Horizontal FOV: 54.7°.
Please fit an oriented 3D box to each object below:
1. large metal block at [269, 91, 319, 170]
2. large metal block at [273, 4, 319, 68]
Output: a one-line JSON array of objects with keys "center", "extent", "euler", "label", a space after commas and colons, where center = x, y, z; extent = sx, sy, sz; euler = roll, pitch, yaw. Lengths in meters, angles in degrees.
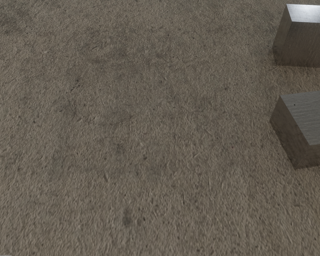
[{"center": [0.197, 0.000, 0.388], "extent": [0.081, 0.050, 0.080], "euler": [-7, 50, -6], "label": "large metal block"}, {"center": [0.233, -0.144, 0.490], "extent": [0.080, 0.080, 0.050], "euler": [4, 50, 3], "label": "large metal block"}]
